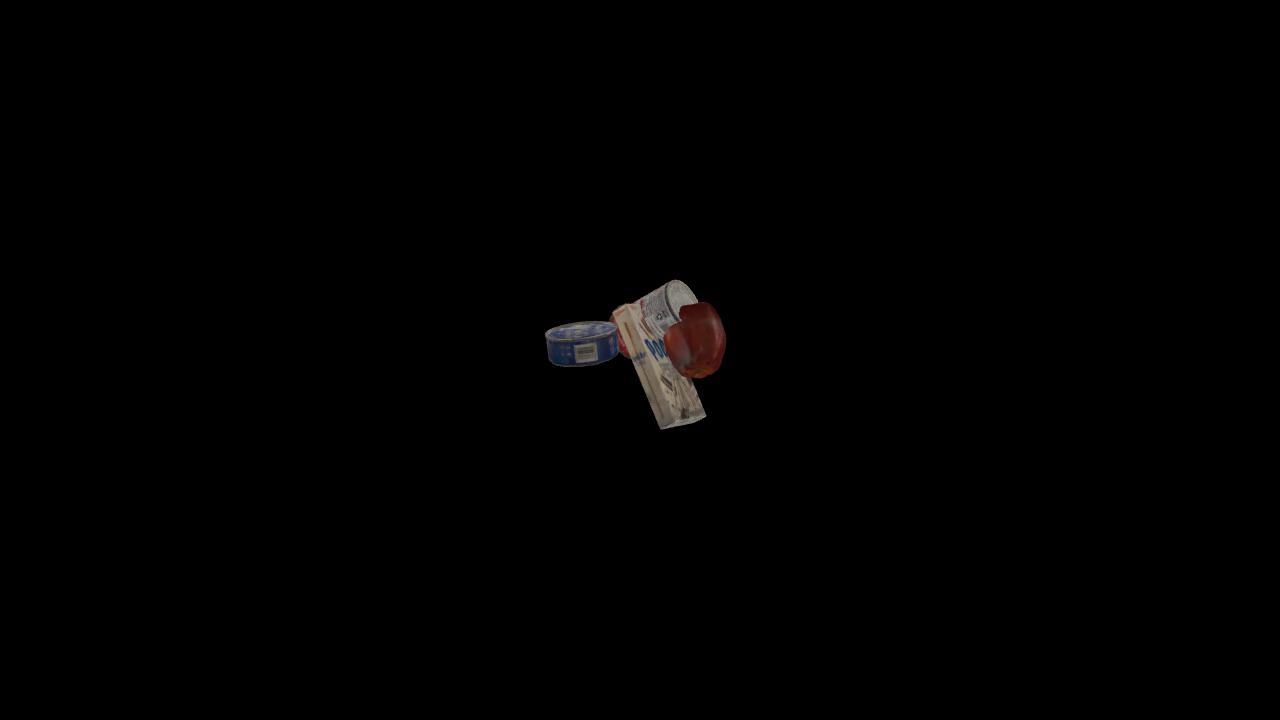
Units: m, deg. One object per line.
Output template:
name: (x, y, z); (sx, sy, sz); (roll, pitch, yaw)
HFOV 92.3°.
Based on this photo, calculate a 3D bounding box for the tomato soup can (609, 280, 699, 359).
tomato soup can: (0.019, -0.050, 0.766); (0.101, 0.068, 0.068); (-27, -17, 37)

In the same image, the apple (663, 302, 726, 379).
apple: (0.067, -0.024, 0.744); (0.079, 0.093, 0.079); (-7, -27, -3)

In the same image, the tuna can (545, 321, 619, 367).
tuna can: (-0.066, -0.019, 0.710); (0.084, 0.034, 0.084); (-5, 16, 2)

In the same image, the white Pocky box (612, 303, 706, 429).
white Pocky box: (0.025, 0.006, 0.744); (0.028, 0.154, 0.084); (-29, -14, 30)
